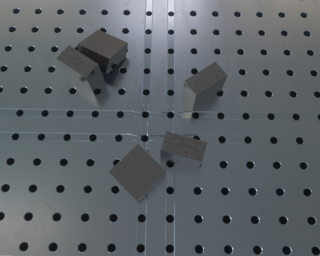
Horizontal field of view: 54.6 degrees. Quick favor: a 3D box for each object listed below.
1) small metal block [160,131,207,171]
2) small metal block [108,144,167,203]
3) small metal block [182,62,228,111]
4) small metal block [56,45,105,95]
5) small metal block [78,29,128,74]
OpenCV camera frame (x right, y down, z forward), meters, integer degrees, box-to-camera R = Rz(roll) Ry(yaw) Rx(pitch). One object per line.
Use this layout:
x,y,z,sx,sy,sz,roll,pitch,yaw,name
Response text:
0.028,0.030,0.388,0.050,0.050,0.025,16,71,6,small metal block
-0.027,0.058,0.391,0.050,0.025,0.050,43,75,14,small metal block
0.059,-0.055,0.419,0.050,0.050,0.025,-33,73,-11,small metal block
-0.107,-0.079,0.427,0.050,0.050,0.025,33,74,11,small metal block
-0.081,-0.110,0.442,0.050,0.025,0.050,26,47,9,small metal block
